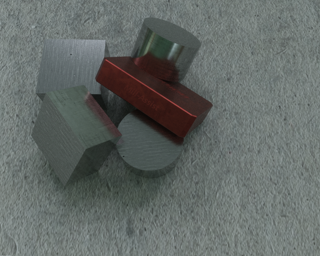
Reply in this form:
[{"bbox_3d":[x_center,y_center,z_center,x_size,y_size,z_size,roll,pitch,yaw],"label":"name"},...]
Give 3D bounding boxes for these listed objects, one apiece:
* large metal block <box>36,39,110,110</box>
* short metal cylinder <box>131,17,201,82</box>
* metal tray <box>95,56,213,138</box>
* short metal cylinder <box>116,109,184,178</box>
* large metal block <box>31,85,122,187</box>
[{"bbox_3d":[-0.113,-0.071,0.419,0.080,0.050,0.080,1,70,0],"label":"large metal block"},{"bbox_3d":[0.007,-0.105,0.414,0.080,0.050,0.080,19,33,-12],"label":"short metal cylinder"},{"bbox_3d":[-0.004,-0.045,0.393,0.130,0.090,0.030,34,113,11],"label":"metal tray"},{"bbox_3d":[-0.012,0.019,0.390,0.081,0.050,0.080,0,70,0],"label":"short metal cylinder"},{"bbox_3d":[-0.102,0.009,0.369,0.050,0.080,0.080,-22,68,-46],"label":"large metal block"}]
